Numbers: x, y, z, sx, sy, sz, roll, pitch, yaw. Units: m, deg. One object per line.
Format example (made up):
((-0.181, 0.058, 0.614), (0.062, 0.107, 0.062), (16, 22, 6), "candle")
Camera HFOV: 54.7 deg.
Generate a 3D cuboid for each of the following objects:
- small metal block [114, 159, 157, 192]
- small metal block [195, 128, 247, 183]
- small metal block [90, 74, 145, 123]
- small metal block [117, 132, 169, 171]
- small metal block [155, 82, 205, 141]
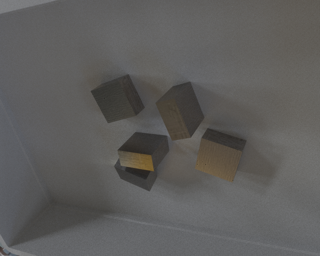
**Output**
((-0.034, 0.064, 0.454), (0.050, 0.025, 0.050), (21, 154, 16), "small metal block")
((0.076, 0.034, 0.390), (0.050, 0.025, 0.050), (19, 126, 17), "small metal block")
((-0.056, -0.038, 0.415), (0.050, 0.025, 0.050), (-13, 112, 33), "small metal block")
((-0.021, 0.031, 0.423), (0.050, 0.050, 0.025), (6, 121, 25), "small metal block")
((0.025, -0.020, 0.367), (0.025, 0.050, 0.050), (-11, 113, 33), "small metal block")
